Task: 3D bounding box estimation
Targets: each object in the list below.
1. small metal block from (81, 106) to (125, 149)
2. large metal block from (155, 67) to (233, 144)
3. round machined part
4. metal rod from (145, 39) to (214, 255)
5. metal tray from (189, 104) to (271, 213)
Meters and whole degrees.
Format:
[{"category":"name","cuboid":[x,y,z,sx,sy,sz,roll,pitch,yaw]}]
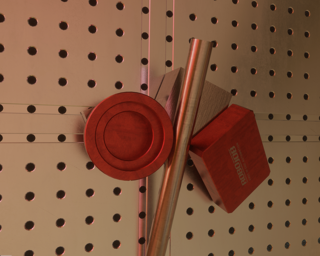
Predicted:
[{"category":"small metal block","cuboid":[-0.064,-0.006,0.386,0.050,0.025,0.050,-23,98,-19]},{"category":"large metal block","cuboid":[0.037,-0.023,0.410,0.080,0.050,0.080,24,82,-19]},{"category":"round machined part","cuboid":[-0.038,0.009,0.357,0.099,0.042,0.097,0,91,-17]},{"category":"metal rod","cuboid":[0.018,0.047,0.373,0.025,0.025,0.298,7,104,-20]},{"category":"metal tray","cuboid":[0.097,0.044,0.415,0.090,0.030,0.130,-40,128,-15]}]
